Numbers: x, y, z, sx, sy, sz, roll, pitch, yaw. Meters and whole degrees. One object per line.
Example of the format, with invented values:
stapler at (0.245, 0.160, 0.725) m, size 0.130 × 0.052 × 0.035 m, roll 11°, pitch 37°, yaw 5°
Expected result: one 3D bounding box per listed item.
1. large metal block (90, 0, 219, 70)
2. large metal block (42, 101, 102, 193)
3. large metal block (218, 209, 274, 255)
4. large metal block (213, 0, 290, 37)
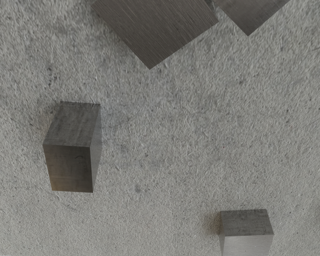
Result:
large metal block at (-0.004, -0.116, 0.291) m, size 0.080 × 0.050 × 0.080 m, roll -31°, pitch 124°, yaw 23°
large metal block at (-0.105, 0.023, 0.390) m, size 0.050 × 0.080 × 0.079 m, roll 4°, pitch 130°, yaw -4°
large metal block at (0.151, 0.191, 0.555) m, size 0.080 × 0.050 × 0.080 m, roll -3°, pitch 130°, yaw 2°
large metal block at (0.081, -0.136, 0.256) m, size 0.050 × 0.080 × 0.080 m, roll 35°, pitch 122°, yaw -26°
